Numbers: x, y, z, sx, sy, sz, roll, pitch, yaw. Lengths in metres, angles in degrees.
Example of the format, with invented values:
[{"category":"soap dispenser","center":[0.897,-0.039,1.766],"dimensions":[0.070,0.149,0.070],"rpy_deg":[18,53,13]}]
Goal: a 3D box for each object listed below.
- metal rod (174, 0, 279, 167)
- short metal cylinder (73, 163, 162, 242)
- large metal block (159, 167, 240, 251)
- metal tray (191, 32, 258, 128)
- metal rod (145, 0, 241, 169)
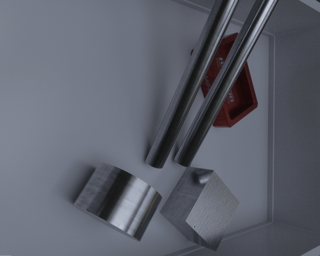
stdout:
[{"category":"metal rod","center":[0.095,-0.081,0.401],"dimensions":[0.025,0.025,0.298],"rpy_deg":[14,109,-40]},{"category":"short metal cylinder","center":[-0.045,0.080,0.335],"dimensions":[0.080,0.080,0.050],"rpy_deg":[44,64,-32]},{"category":"large metal block","center":[0.059,0.113,0.443],"dimensions":[0.080,0.050,0.080],"rpy_deg":[50,60,-29]},{"category":"metal tray","center":[0.107,-0.076,0.495],"dimensions":[0.091,0.030,0.129],"rpy_deg":[-32,110,-36]},{"category":"metal rod","center":[0.050,-0.084,0.362],"dimensions":[0.025,0.025,0.298],"rpy_deg":[9,112,-40]}]
